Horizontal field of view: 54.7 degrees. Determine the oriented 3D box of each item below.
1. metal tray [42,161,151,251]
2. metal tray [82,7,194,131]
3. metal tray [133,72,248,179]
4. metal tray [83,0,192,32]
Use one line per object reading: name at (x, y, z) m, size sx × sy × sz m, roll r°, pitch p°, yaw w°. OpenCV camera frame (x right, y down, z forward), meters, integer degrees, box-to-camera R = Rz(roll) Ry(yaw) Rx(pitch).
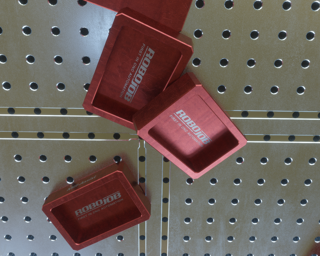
metal tray at (-0.090, 0.115, 0.451) m, size 0.130 × 0.030 × 0.090 m, roll -26°, pitch 108°, yaw 9°
metal tray at (-0.029, -0.062, 0.370) m, size 0.090 × 0.030 × 0.129 m, roll 23°, pitch 122°, yaw -10°
metal tray at (0.041, 0.003, 0.385) m, size 0.090 × 0.030 × 0.130 m, roll -38°, pitch 130°, yaw 12°
metal tray at (-0.024, -0.171, 0.347) m, size 0.131 × 0.030 × 0.089 m, roll 18°, pitch 109°, yaw -7°
